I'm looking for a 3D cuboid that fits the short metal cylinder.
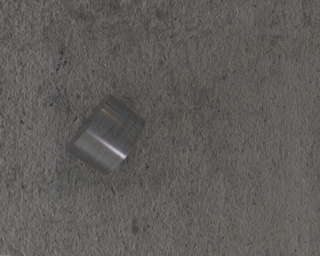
[{"bbox_3d":[-0.062,0.007,0.357,0.050,0.080,0.080,38,78,-16],"label":"short metal cylinder"}]
